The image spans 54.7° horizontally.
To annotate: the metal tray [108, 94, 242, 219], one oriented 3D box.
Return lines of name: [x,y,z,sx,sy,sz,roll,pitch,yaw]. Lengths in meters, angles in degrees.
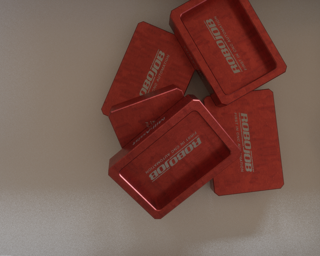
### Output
metal tray: [0.016,0.035,0.363,0.130,0.030,0.090,-40,108,6]

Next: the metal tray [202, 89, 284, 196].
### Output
metal tray: [0.107,0.018,0.410,0.091,0.030,0.129,-7,90,-1]

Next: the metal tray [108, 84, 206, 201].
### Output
metal tray: [0.001,0.021,0.389,0.090,0.030,0.129,-20,109,0]

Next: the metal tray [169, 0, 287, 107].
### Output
metal tray: [0.081,-0.102,0.379,0.090,0.030,0.130,-30,90,-1]

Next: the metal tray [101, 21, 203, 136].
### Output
metal tray: [-0.010,-0.061,0.409,0.090,0.030,0.129,23,90,-1]
